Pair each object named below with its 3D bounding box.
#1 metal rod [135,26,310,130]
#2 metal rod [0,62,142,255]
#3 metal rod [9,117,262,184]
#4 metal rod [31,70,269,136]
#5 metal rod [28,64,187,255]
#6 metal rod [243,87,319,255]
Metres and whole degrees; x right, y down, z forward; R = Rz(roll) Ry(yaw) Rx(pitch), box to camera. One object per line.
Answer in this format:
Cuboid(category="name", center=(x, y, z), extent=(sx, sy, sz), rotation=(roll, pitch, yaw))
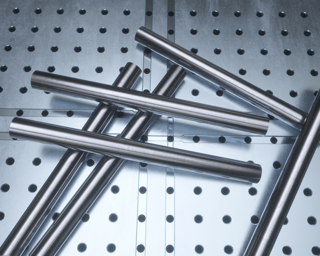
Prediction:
Cuboid(category="metal rod", center=(0.096, -0.065, 0.435), extent=(0.300, 0.025, 0.025), rotation=(31, 73, 10))
Cuboid(category="metal rod", center=(-0.110, 0.037, 0.397), extent=(0.025, 0.025, 0.300), rotation=(28, 72, 10))
Cuboid(category="metal rod", center=(-0.024, 0.029, 0.377), extent=(0.302, 0.025, 0.025), rotation=(11, 70, -5))
Cuboid(category="metal rod", center=(-0.015, -0.033, 0.395), extent=(0.301, 0.025, 0.025), rotation=(12, 71, 4))
Cuboid(category="metal rod", center=(-0.056, 0.035, 0.398), extent=(0.025, 0.025, 0.300), rotation=(32, 73, 11))
Cuboid(category="metal rod", center=(0.168, 0.043, 0.377), extent=(0.025, 0.025, 0.300), rotation=(27, 79, 9))
